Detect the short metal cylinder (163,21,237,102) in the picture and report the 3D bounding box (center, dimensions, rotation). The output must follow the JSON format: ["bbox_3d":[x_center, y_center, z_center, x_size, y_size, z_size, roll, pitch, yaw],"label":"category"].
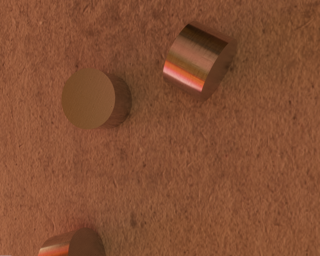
[{"bbox_3d":[0.047,-0.077,0.363,0.050,0.080,0.080,32,100,17],"label":"short metal cylinder"}]

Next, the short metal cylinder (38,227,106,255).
[{"bbox_3d":[-0.117,0.181,0.420,0.050,0.080,0.080,-21,83,18],"label":"short metal cylinder"}]

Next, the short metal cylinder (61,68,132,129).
[{"bbox_3d":[-0.086,-0.038,0.425,0.080,0.050,0.079,0,90,19],"label":"short metal cylinder"}]
